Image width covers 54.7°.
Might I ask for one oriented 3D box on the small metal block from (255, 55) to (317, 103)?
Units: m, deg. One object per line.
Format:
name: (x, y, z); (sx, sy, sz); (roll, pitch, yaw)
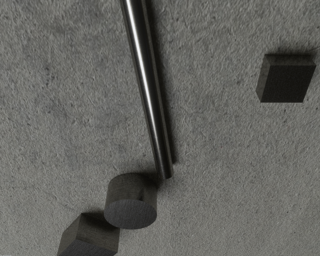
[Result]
small metal block: (0.145, -0.057, 0.361); (0.050, 0.025, 0.050); (0, 130, -1)

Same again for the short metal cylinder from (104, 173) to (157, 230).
short metal cylinder: (-0.045, 0.117, 0.490); (0.081, 0.050, 0.079); (0, 130, 0)

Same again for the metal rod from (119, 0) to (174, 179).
metal rod: (-0.012, -0.045, 0.368); (0.025, 0.025, 0.298); (-6, 130, 5)

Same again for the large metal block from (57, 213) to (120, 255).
large metal block: (-0.130, 0.210, 0.568); (0.080, 0.050, 0.080); (28, 124, -22)
